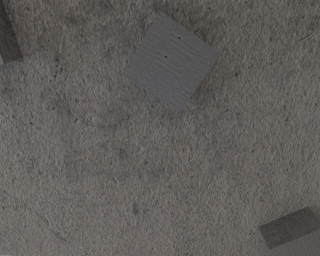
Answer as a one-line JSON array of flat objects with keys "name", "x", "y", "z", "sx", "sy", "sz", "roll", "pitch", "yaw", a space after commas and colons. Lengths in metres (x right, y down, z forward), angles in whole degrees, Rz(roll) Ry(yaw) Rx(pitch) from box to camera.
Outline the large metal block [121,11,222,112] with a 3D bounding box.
[{"name": "large metal block", "x": 0.012, "y": -0.080, "z": 0.367, "sx": 0.080, "sy": 0.050, "sz": 0.080, "roll": 32, "pitch": 107, "yaw": -11}]

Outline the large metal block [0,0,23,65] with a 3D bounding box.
[{"name": "large metal block", "x": -0.220, "y": -0.108, "z": 0.354, "sx": 0.080, "sy": 0.050, "sz": 0.079, "roll": -11, "pitch": 110, "yaw": 4}]

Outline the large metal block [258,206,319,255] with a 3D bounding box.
[{"name": "large metal block", "x": 0.207, "y": 0.178, "z": 0.464, "sx": 0.080, "sy": 0.050, "sz": 0.080, "roll": -27, "pitch": 108, "yaw": 9}]
